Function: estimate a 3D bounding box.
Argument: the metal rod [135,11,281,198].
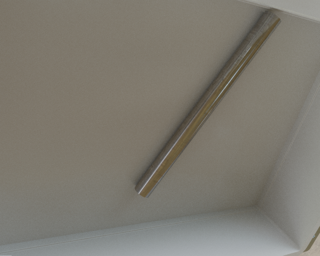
[{"bbox_3d":[0.060,-0.025,0.427,0.025,0.025,0.299,28,103,-38],"label":"metal rod"}]
